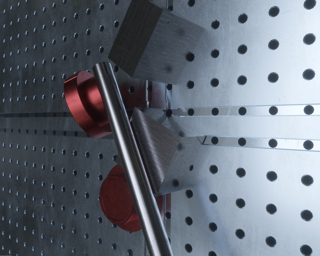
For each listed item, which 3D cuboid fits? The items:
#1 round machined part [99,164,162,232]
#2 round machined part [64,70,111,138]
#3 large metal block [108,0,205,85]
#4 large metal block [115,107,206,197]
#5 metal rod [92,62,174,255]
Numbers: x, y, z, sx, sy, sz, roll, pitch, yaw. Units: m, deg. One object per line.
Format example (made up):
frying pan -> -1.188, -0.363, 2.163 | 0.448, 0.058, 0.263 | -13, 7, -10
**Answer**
round machined part -> -0.048, 0.098, 0.438 | 0.098, 0.042, 0.097 | 0, 90, 40
round machined part -> -0.087, -0.038, 0.439 | 0.042, 0.098, 0.098 | -24, 74, 14
large metal block -> -0.004, -0.104, 0.377 | 0.050, 0.081, 0.080 | 42, 116, 32
large metal block -> -0.002, 0.027, 0.395 | 0.080, 0.050, 0.079 | 33, 111, 35
metal rod -> -0.028, 0.056, 0.367 | 0.025, 0.025, 0.299 | -31, 71, 36
